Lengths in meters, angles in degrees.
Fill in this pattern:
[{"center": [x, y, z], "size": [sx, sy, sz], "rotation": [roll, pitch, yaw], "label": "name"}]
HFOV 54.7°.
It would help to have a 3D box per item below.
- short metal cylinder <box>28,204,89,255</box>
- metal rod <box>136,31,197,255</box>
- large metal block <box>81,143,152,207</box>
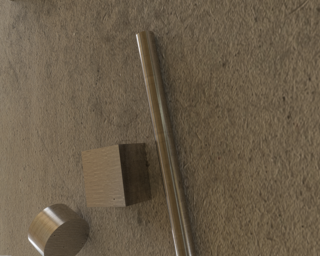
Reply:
[{"center": [-0.164, 0.171, 0.504], "size": [0.050, 0.081, 0.079], "rotation": [24, 105, 37], "label": "short metal cylinder"}, {"center": [0.007, 0.019, 0.399], "size": [0.025, 0.025, 0.298], "rotation": [-17, 79, 38], "label": "metal rod"}, {"center": [-0.063, 0.067, 0.441], "size": [0.080, 0.050, 0.080], "rotation": [-12, 82, 39], "label": "large metal block"}]
